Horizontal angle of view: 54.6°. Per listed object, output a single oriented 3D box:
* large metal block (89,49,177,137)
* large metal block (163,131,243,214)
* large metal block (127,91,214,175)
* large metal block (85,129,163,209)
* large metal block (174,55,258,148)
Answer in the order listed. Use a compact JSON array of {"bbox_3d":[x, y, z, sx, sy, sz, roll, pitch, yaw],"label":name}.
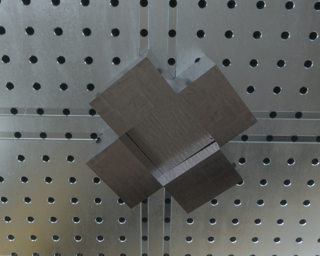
[{"bbox_3d":[-0.029,-0.045,0.367,0.080,0.080,0.050,-37,106,12],"label":"large metal block"},{"bbox_3d":[0.051,0.051,0.404,0.080,0.080,0.050,-35,106,12],"label":"large metal block"},{"bbox_3d":[0.012,-0.002,0.398,0.080,0.050,0.080,-36,105,14],"label":"large metal block"},{"bbox_3d":[-0.041,0.041,0.398,0.050,0.080,0.080,-37,107,12],"label":"large metal block"},{"bbox_3d":[0.063,-0.035,0.372,0.050,0.080,0.080,-37,106,12],"label":"large metal block"}]
